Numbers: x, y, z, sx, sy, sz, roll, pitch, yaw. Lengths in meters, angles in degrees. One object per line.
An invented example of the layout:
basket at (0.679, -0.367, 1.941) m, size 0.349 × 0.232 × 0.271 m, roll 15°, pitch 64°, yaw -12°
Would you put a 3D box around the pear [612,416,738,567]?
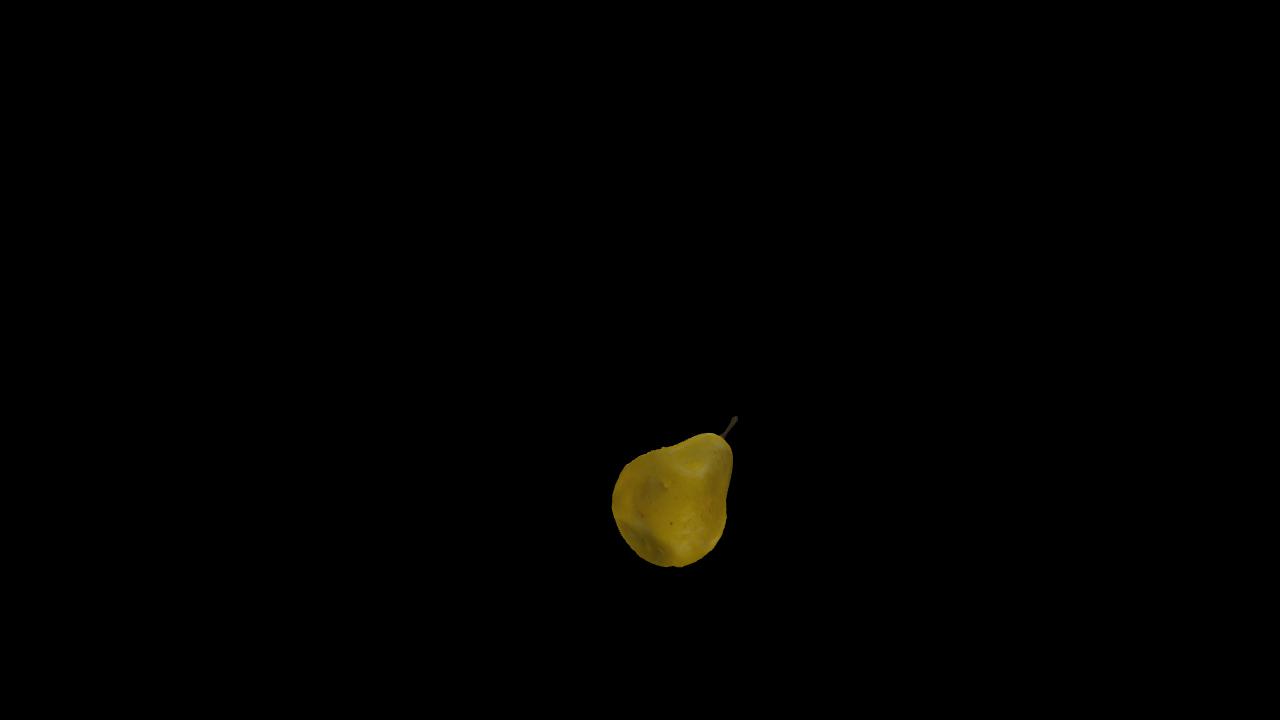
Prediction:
pear at (0.033, 0.085, 0.422) m, size 0.111 × 0.080 × 0.080 m, roll -39°, pitch 23°, yaw -32°
